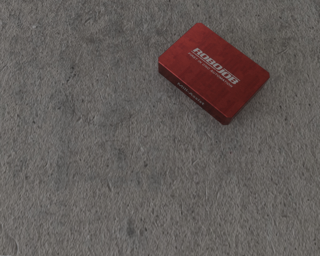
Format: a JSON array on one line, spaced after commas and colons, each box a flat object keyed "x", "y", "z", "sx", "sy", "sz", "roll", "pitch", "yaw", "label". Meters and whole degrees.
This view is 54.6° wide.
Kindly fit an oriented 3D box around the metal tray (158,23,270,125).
[{"x": 0.073, "y": -0.078, "z": 0.434, "sx": 0.130, "sy": 0.030, "sz": 0.090, "roll": 41, "pitch": 75, "yaw": 13, "label": "metal tray"}]
